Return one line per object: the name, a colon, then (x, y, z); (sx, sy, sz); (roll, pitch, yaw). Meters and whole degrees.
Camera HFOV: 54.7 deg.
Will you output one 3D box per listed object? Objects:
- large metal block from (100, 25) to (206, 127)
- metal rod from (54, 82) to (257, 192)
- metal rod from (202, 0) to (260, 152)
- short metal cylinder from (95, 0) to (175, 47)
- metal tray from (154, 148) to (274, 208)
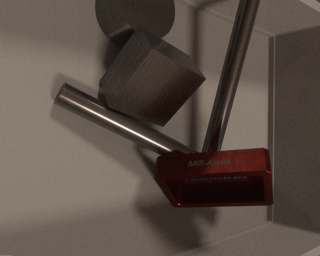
large metal block: (-0.009, -0.056, 0.357); (0.080, 0.050, 0.080); (20, 122, -39)
metal rod: (0.016, 0.027, 0.387); (0.301, 0.025, 0.025); (28, 72, -26)
metal rod: (0.086, -0.032, 0.424); (0.025, 0.025, 0.298); (1, 107, -40)
short metal cylinder: (-0.029, -0.141, 0.368); (0.081, 0.050, 0.079); (0, 90, -40)
metal tray: (0.068, 0.065, 0.382); (0.090, 0.130, 0.030); (64, 26, -49)
